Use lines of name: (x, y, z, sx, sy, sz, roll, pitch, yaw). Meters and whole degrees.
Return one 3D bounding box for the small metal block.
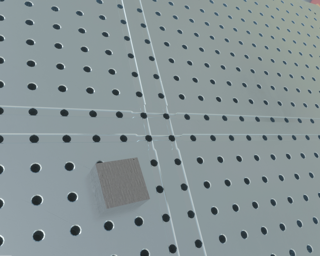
small metal block: (-0.045, 0.064, 0.345, 0.050, 0.025, 0.050, -6, 65, -31)
